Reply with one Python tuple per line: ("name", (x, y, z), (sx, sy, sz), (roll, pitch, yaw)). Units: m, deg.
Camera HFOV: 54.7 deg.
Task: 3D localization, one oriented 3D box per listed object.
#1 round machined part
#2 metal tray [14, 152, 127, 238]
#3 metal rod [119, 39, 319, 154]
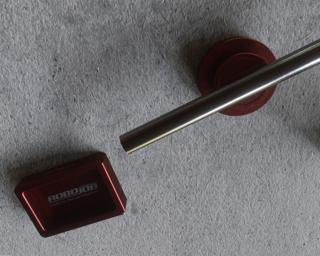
("round machined part", (0.097, -0.060, 0.380), (0.099, 0.042, 0.097), (0, 110, -1))
("metal tray", (-0.124, 0.096, 0.440), (0.131, 0.030, 0.090), (-18, 109, 6))
("metal rod", (0.092, -0.044, 0.350), (0.301, 0.025, 0.025), (-26, 108, 8))
